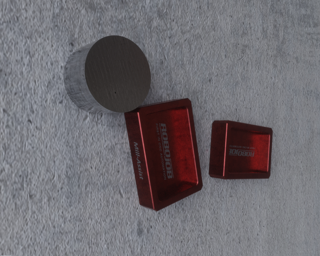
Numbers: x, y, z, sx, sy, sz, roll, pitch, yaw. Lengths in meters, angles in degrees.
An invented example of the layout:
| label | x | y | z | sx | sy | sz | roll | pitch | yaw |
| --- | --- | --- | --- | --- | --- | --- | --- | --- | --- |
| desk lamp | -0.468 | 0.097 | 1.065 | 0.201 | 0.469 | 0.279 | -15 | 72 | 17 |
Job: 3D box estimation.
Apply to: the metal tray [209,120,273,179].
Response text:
| label | x | y | z | sx | sy | sz | roll | pitch | yaw |
| --- | --- | --- | --- | --- | --- | --- | --- | --- | --- |
| metal tray | 0.138 | 0.038 | 0.517 | 0.131 | 0.030 | 0.089 | 7 | 85 | -40 |

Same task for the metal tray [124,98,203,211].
| label | x | y | z | sx | sy | sz | roll | pitch | yaw |
| --- | --- | --- | --- | --- | --- | --- | --- | --- | --- |
| metal tray | 0.008 | 0.031 | 0.407 | 0.091 | 0.030 | 0.129 | -15 | 100 | -39 |

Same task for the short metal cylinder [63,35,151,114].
| label | x | y | z | sx | sy | sz | roll | pitch | yaw |
| --- | --- | --- | --- | --- | --- | --- | --- | --- | --- |
| short metal cylinder | -0.057 | -0.056 | 0.340 | 0.081 | 0.050 | 0.079 | 0 | 90 | -40 |
